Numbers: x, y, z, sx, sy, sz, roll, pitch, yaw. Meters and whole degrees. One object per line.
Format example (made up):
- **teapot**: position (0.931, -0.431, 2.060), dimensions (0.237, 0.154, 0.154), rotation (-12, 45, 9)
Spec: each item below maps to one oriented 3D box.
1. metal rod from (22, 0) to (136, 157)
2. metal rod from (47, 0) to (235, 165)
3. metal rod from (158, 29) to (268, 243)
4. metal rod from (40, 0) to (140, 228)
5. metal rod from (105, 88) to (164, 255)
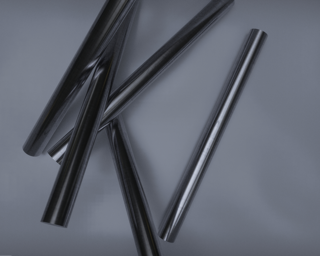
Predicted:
- **metal rod**: position (-0.084, -0.077, 0.351), dimensions (0.025, 0.025, 0.299), rotation (39, 114, -1)
- **metal rod**: position (-0.014, -0.068, 0.382), dimensions (0.025, 0.025, 0.301), rotation (45, 78, 0)
- **metal rod**: position (0.070, 0.010, 0.412), dimensions (0.025, 0.025, 0.299), rotation (25, 90, -1)
- **metal rod**: position (-0.068, -0.043, 0.350), dimensions (0.025, 0.025, 0.299), rotation (13, 65, 0)
- **metal rod**: position (-0.030, 0.074, 0.347), dimensions (0.025, 0.025, 0.299), rotation (-20, 64, 0)
